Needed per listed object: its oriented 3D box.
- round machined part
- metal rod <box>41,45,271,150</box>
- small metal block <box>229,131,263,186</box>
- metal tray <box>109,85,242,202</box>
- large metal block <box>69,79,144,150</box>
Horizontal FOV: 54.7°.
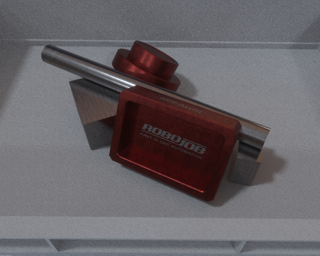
[{"bbox_3d":[-0.013,-0.087,0.431,0.098,0.042,0.098,26,20,-10],"label":"round machined part"},{"bbox_3d":[-0.019,-0.044,0.374,0.301,0.025,0.025,23,54,18],"label":"metal rod"},{"bbox_3d":[0.101,0.031,0.362,0.025,0.050,0.050,11,51,9],"label":"small metal block"},{"bbox_3d":[0.012,0.015,0.344,0.130,0.089,0.030,21,26,16],"label":"metal tray"},{"bbox_3d":[-0.066,-0.028,0.409,0.081,0.050,0.080,-18,52,-15],"label":"large metal block"}]
